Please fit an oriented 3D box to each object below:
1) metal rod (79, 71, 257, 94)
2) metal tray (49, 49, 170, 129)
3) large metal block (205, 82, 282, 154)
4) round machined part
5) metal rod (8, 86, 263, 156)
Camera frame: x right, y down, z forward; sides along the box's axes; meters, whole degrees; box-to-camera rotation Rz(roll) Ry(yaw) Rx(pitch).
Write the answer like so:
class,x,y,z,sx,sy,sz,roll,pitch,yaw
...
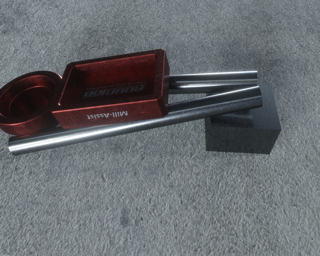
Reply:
class,x,y,z,sx,sy,sz,roll,pitch,yaw
metal rod,-0.029,-0.056,0.409,0.301,0.025,0.025,0,49,16
metal tray,-0.056,-0.048,0.374,0.131,0.030,0.090,-6,49,11
large metal block,0.101,-0.015,0.400,0.080,0.050,0.080,3,50,2
round machined part,-0.165,-0.028,0.408,0.098,0.042,0.098,-6,49,8
metal rod,-0.034,-0.007,0.368,0.301,0.025,0.025,-11,50,6
